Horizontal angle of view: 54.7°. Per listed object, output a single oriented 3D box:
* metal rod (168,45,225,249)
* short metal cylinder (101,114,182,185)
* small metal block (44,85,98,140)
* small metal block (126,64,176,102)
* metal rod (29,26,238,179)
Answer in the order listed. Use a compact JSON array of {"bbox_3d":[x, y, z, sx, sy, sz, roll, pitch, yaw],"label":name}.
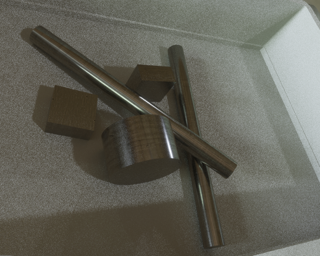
[{"bbox_3d":[0.044,0.006,0.427,0.025,0.025,0.299,6,59,-26],"label":"metal rod"},{"bbox_3d":[-0.021,0.026,0.344,0.081,0.080,0.050,-1,63,-29],"label":"short metal cylinder"},{"bbox_3d":[-0.103,-0.017,0.362,0.050,0.025,0.050,13,56,-22],"label":"small metal block"},{"bbox_3d":[-0.014,-0.059,0.420,0.050,0.050,0.025,-2,63,-30],"label":"small metal block"},{"bbox_3d":[-0.034,-0.033,0.389,0.301,0.025,0.025,35,51,2],"label":"metal rod"}]
